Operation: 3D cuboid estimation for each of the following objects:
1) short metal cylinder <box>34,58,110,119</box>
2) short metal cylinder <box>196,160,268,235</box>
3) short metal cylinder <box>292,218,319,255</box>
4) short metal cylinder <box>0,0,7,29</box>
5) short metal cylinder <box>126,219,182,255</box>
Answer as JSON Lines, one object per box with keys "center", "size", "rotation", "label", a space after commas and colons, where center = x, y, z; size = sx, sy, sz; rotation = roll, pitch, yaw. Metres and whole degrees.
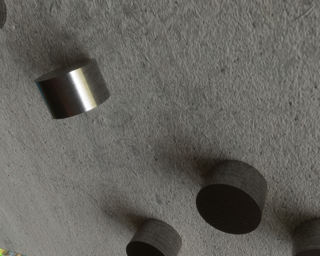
{"center": [-0.111, -0.052, 0.398], "size": [0.080, 0.080, 0.050], "rotation": [-5, 116, 30], "label": "short metal cylinder"}
{"center": [0.092, 0.088, 0.396], "size": [0.080, 0.050, 0.079], "rotation": [13, 124, 21], "label": "short metal cylinder"}
{"center": [0.206, 0.158, 0.380], "size": [0.080, 0.050, 0.079], "rotation": [13, 124, 21], "label": "short metal cylinder"}
{"center": [-0.262, -0.169, 0.425], "size": [0.080, 0.050, 0.079], "rotation": [13, 124, 21], "label": "short metal cylinder"}
{"center": [-0.009, 0.200, 0.520], "size": [0.080, 0.050, 0.079], "rotation": [13, 124, 21], "label": "short metal cylinder"}
